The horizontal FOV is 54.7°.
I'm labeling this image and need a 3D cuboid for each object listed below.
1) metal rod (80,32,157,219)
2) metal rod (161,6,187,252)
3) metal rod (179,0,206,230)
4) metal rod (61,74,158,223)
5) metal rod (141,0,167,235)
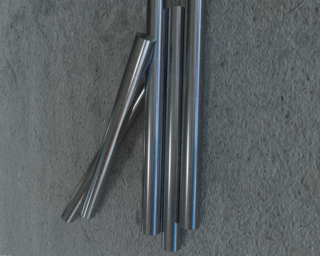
[{"bbox_3d":[-0.065,0.016,0.425,0.025,0.025,0.298,42,125,31],"label":"metal rod"},{"bbox_3d":[0.018,0.002,0.388,0.025,0.025,0.298,2,92,39],"label":"metal rod"},{"bbox_3d":[0.039,-0.030,0.370,0.025,0.025,0.298,3,92,39],"label":"metal rod"},{"bbox_3d":[-0.082,0.038,0.470,0.025,0.025,0.298,48,118,29],"label":"metal rod"},{"bbox_3d":[-0.008,-0.018,0.387,0.025,0.025,0.298,3,92,39],"label":"metal rod"}]
